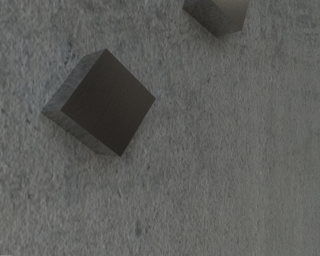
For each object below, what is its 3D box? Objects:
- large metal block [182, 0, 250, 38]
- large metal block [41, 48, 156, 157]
[{"bbox_3d":[0.089,-0.197,0.465,0.080,0.050,0.080,27,73,-37],"label":"large metal block"},{"bbox_3d":[-0.064,-0.025,0.336,0.080,0.050,0.080,44,64,-32],"label":"large metal block"}]
